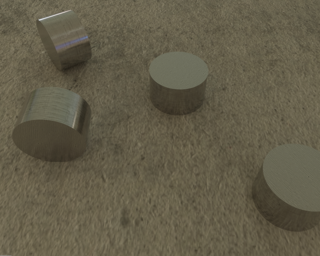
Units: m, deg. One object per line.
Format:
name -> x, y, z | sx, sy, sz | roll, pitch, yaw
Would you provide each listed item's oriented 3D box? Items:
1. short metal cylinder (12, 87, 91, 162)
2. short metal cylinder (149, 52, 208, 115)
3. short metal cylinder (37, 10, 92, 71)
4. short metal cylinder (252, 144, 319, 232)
short metal cylinder -> -0.125, -0.003, 0.368 | 0.081, 0.080, 0.050 | -1, 50, -1
short metal cylinder -> 0.025, -0.064, 0.441 | 0.081, 0.050, 0.080 | 0, 50, 0
short metal cylinder -> -0.148, -0.135, 0.479 | 0.050, 0.080, 0.080 | -28, 56, -22
short metal cylinder -> 0.146, 0.064, 0.335 | 0.081, 0.050, 0.080 | 0, 50, 0
